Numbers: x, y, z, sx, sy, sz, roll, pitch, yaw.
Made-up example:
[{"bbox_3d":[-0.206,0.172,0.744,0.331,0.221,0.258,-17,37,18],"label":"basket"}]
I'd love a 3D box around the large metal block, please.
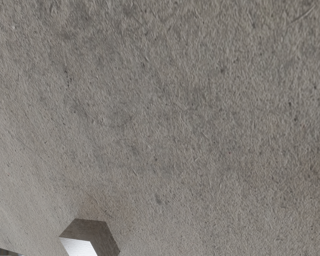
[{"bbox_3d":[-0.136,0.227,0.603,0.080,0.050,0.080,-5,116,30],"label":"large metal block"}]
